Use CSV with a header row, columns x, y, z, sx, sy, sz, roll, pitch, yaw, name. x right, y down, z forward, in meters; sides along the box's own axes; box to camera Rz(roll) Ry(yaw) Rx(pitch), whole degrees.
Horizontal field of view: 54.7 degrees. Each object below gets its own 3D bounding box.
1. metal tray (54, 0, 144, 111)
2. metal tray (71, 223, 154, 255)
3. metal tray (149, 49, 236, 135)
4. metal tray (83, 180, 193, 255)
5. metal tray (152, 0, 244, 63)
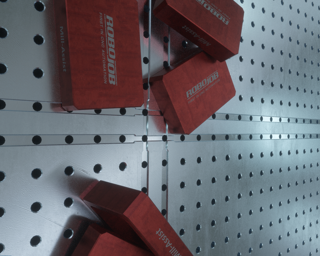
x,y,z,sx,sy,sz,roll,pitch,yaw,name
-0.066,-0.086,0.352,0.091,0.030,0.129,-6,94,-40,metal tray
-0.070,0.184,0.341,0.090,0.030,0.130,41,70,-32,metal tray
0.053,-0.060,0.452,0.131,0.030,0.090,-38,113,-34,metal tray
-0.020,0.120,0.351,0.030,0.090,0.130,-48,119,-29,metal tray
0.059,-0.163,0.433,0.131,0.030,0.090,27,62,-27,metal tray
